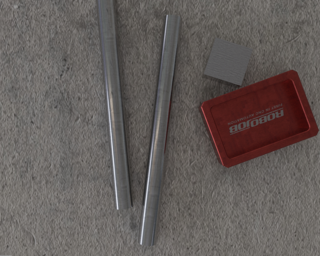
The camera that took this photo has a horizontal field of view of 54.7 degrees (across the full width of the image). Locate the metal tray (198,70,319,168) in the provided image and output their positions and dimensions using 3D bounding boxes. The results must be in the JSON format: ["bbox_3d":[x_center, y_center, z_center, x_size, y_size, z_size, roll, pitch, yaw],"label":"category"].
[{"bbox_3d":[0.127,-0.012,0.408,0.131,0.030,0.090,-20,90,0],"label":"metal tray"}]

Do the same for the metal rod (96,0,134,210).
[{"bbox_3d":[-0.061,-0.044,0.409,0.025,0.025,0.298,-5,90,0],"label":"metal rod"}]

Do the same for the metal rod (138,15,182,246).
[{"bbox_3d":[0.000,0.003,0.409,0.025,0.025,0.298,7,90,0],"label":"metal rod"}]

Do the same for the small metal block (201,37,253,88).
[{"bbox_3d":[0.088,-0.086,0.411,0.050,0.025,0.050,18,90,0],"label":"small metal block"}]
